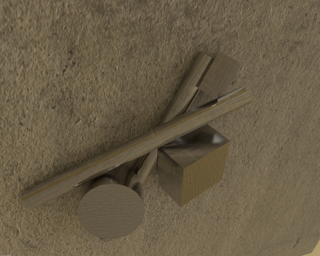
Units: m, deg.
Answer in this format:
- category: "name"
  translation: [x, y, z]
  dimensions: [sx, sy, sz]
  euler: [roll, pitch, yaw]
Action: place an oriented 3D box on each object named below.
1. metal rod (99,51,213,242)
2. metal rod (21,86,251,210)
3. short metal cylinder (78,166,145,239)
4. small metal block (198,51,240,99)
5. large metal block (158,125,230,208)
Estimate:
- category: "metal rod"
  translation: [-0.011, 0.036, 0.424]
  dimensions: [0.025, 0.025, 0.298]
  euler: [19, 109, -36]
- category: "metal rod"
  translation: [-0.026, 0.023, 0.386]
  dimensions: [0.301, 0.025, 0.025]
  euler: [-26, 128, -4]
- category: "short metal cylinder"
  translation: [-0.062, 0.094, 0.400]
  dimensions: [0.081, 0.050, 0.079]
  euler: [-2, 110, -6]
- category: "small metal block"
  translation: [0.077, -0.066, 0.393]
  dimensions: [0.050, 0.025, 0.050]
  euler: [-61, 167, 15]
- category: "large metal block"
  translation: [0.045, 0.049, 0.428]
  dimensions: [0.081, 0.050, 0.079]
  euler: [-27, 138, -27]
